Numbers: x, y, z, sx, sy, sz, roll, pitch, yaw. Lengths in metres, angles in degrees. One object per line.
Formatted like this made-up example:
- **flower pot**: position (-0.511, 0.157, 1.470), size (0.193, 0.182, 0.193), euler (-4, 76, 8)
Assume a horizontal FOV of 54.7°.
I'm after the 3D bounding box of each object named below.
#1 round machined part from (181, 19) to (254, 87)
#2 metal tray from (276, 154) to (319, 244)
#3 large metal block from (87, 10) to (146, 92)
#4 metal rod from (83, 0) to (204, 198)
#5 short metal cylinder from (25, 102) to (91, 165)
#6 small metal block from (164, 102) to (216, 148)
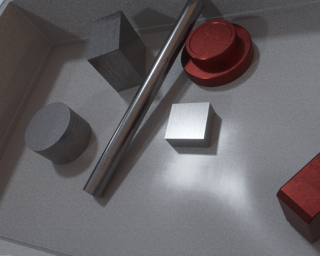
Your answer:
- **round machined part**: position (0.074, -0.108, 0.421), size (0.098, 0.042, 0.098), euler (-13, 56, 20)
- **metal tray**: position (0.161, 0.034, 0.258), size (0.130, 0.090, 0.030), euler (-42, 51, -1)
- **large metal block**: position (-0.062, -0.115, 0.472), size (0.050, 0.080, 0.080), euler (-15, 56, 20)
- **metal rod**: position (-0.018, -0.046, 0.420), size (0.025, 0.025, 0.299), euler (22, 80, 36)
- **short metal cylinder**: position (-0.151, 0.008, 0.462), size (0.080, 0.050, 0.080), euler (-13, 56, 20)
- **small metal block**: position (0.038, -0.003, 0.387), size (0.050, 0.025, 0.050), euler (-1, 61, 27)
